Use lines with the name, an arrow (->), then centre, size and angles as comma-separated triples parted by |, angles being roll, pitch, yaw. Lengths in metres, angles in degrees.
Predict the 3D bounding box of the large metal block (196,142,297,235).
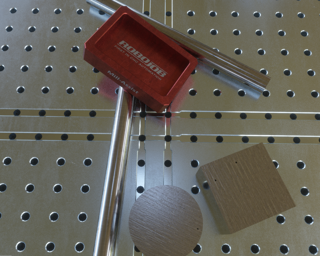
large metal block -> 0.099, 0.074, 0.373 | 0.080, 0.050, 0.080 | -20, 72, -8

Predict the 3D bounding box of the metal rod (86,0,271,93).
metal rod -> 0.021, -0.133, 0.460 | 0.301, 0.025, 0.025 | 30, 73, 10

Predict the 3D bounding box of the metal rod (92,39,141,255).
metal rod -> -0.052, 0.015, 0.405 | 0.025, 0.025, 0.299 | 5, 70, 1

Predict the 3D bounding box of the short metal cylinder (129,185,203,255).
short metal cylinder -> 0.006, 0.110, 0.358 | 0.081, 0.050, 0.080 | 0, 70, 0

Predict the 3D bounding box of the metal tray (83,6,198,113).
metal tray -> -0.025, -0.093, 0.419 | 0.130, 0.030, 0.090 | 36, 65, -4
